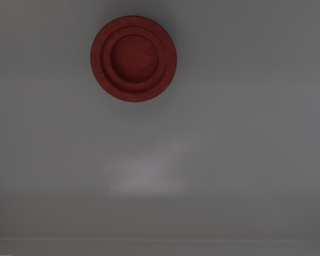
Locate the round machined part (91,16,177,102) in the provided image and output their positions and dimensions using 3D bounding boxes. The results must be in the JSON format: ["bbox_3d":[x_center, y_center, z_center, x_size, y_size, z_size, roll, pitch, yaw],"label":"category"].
[{"bbox_3d":[-0.030,-0.083,0.371,0.099,0.042,0.097,0,110,0],"label":"round machined part"}]
